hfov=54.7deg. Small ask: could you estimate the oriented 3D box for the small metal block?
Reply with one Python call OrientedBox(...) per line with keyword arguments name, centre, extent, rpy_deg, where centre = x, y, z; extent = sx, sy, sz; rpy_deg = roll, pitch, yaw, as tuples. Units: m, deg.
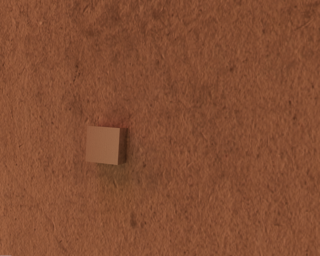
OrientedBox(name="small metal block", centre=(-0.075, 0.023, 0.434), extent=(0.050, 0.025, 0.050), rpy_deg=(4, 91, 19))
